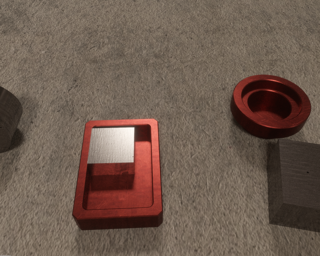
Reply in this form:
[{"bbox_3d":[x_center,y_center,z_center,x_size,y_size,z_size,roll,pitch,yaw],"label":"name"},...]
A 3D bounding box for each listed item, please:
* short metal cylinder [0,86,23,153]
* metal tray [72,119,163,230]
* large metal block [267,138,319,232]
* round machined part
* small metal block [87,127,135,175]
[{"bbox_3d":[-0.216,-0.011,0.374,0.081,0.080,0.050,0,50,-1],"label":"short metal cylinder"},{"bbox_3d":[-0.045,0.048,0.358,0.091,0.030,0.130,-2,50,-2],"label":"metal tray"},{"bbox_3d":[0.165,0.063,0.336,0.080,0.050,0.080,8,51,6],"label":"large metal block"},{"bbox_3d":[0.143,-0.024,0.414,0.099,0.042,0.098,0,50,0],"label":"round machined part"},{"bbox_3d":[-0.055,0.027,0.363,0.050,0.025,0.050,-1,50,-2],"label":"small metal block"}]
